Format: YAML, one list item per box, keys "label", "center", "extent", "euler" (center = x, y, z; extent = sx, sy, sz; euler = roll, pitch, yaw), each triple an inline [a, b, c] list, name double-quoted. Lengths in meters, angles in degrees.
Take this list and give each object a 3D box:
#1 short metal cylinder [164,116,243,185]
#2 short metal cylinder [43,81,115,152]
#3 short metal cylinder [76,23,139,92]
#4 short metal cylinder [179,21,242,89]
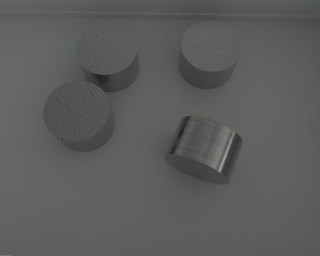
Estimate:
- label: "short metal cylinder"
  center: [0.052, 0.028, 0.371]
  extent: [0.080, 0.080, 0.050]
  euler: [23, 72, 7]
- label: "short metal cylinder"
  center: [-0.102, -0.014, 0.400]
  extent: [0.081, 0.050, 0.080]
  euler: [0, 70, 0]
- label: "short metal cylinder"
  center: [-0.070, -0.097, 0.431]
  extent: [0.081, 0.050, 0.080]
  euler: [0, 70, 0]
- label: "short metal cylinder"
  center: [0.068, -0.101, 0.434]
  extent: [0.081, 0.050, 0.080]
  euler: [0, 70, 0]
